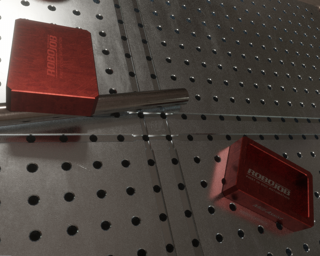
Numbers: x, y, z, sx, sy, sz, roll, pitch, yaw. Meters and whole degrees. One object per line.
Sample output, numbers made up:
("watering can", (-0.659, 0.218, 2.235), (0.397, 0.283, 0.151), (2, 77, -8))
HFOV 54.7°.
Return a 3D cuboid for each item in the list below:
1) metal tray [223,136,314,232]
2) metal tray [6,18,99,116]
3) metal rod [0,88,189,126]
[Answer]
("metal tray", (0.158, 0.079, 0.443), (0.131, 0.030, 0.090), (28, 52, -11))
("metal tray", (-0.125, -0.073, 0.363), (0.091, 0.030, 0.130), (4, 48, -23))
("metal rod", (-0.091, -0.026, 0.375), (0.303, 0.025, 0.025), (-9, 67, -32))
